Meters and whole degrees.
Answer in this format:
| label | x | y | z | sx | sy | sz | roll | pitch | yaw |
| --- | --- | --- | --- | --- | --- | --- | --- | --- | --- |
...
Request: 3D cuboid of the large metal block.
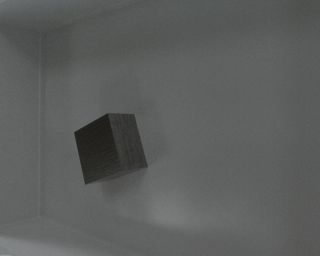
| label | x | y | z | sx | sy | sz | roll | pitch | yaw |
| --- | --- | --- | --- | --- | --- | --- | --- | --- | --- |
| large metal block | -0.072 | 0.031 | 0.448 | 0.080 | 0.050 | 0.080 | -25 | 75 | 37 |
